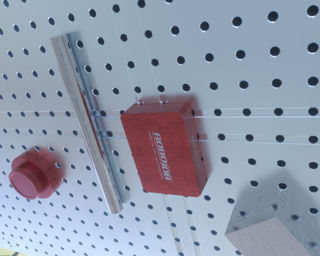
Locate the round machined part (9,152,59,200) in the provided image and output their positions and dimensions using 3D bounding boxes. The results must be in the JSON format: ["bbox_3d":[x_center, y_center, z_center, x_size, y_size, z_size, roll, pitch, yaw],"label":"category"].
[{"bbox_3d":[-0.246,0.097,0.590,0.098,0.042,0.097,13,124,21],"label":"round machined part"}]

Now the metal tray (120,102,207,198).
[{"bbox_3d":[0.007,0.031,0.424,0.090,0.030,0.129,-1,118,28],"label":"metal tray"}]

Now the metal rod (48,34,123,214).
[{"bbox_3d":[-0.105,0.010,0.472,0.025,0.025,0.298,2,120,27],"label":"metal rod"}]

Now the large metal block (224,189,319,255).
[{"bbox_3d":[0.146,0.139,0.404,0.080,0.050,0.080,47,129,-5],"label":"large metal block"}]
